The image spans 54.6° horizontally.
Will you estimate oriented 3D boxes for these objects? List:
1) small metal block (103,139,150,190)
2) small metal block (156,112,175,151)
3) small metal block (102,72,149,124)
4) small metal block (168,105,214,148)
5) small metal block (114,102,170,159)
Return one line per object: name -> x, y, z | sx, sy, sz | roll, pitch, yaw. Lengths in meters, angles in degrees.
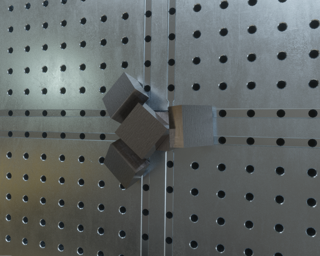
small metal block -> -0.046, 0.047, 0.416 | 0.050, 0.025, 0.050 | 47, 142, 14
small metal block -> -0.007, 0.003, 0.416 | 0.050, 0.025, 0.050 | 2, 93, 20
small metal block -> -0.047, -0.040, 0.417 | 0.050, 0.025, 0.050 | -48, 40, 13
small metal block -> 0.039, -0.002, 0.383 | 0.025, 0.050, 0.050 | -4, 88, 53
small metal block -> -0.020, 0.003, 0.393 | 0.050, 0.025, 0.050 | 43, 103, 14
